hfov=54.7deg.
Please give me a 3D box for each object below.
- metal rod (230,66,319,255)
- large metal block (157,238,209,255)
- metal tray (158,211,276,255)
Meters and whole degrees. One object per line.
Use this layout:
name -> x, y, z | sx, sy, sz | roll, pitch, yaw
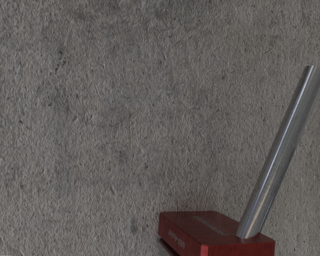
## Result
metal rod -> 0.118, 0.071, 0.347 | 0.025, 0.025, 0.299 | 25, 87, -19
large metal block -> 0.051, 0.166, 0.390 | 0.081, 0.080, 0.050 | -13, 96, -18
metal tray -> 0.061, 0.133, 0.376 | 0.091, 0.130, 0.030 | 5, 89, -20
